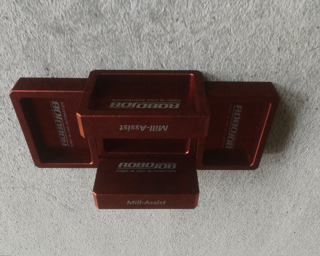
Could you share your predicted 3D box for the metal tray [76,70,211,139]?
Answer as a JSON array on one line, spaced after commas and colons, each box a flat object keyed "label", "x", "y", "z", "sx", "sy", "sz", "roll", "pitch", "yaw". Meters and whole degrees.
[{"label": "metal tray", "x": -0.016, "y": -0.029, "z": 0.341, "sx": 0.131, "sy": 0.090, "sz": 0.030, "roll": 0, "pitch": 130, "yaw": -1}]

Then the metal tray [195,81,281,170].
[{"label": "metal tray", "x": 0.094, "y": 0.001, "z": 0.408, "sx": 0.091, "sy": 0.030, "sz": 0.129, "roll": 0, "pitch": 130, "yaw": -1}]

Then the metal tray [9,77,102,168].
[{"label": "metal tray", "x": -0.127, "y": -0.002, "z": 0.402, "sx": 0.091, "sy": 0.030, "sz": 0.129, "roll": 0, "pitch": 130, "yaw": -1}]

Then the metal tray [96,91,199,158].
[{"label": "metal tray", "x": -0.017, "y": -0.003, "z": 0.403, "sx": 0.131, "sy": 0.030, "sz": 0.089, "roll": 0, "pitch": 130, "yaw": -1}]

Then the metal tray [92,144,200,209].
[{"label": "metal tray", "x": -0.017, "y": 0.063, "z": 0.418, "sx": 0.131, "sy": 0.090, "sz": 0.030, "roll": 0, "pitch": 130, "yaw": -1}]
